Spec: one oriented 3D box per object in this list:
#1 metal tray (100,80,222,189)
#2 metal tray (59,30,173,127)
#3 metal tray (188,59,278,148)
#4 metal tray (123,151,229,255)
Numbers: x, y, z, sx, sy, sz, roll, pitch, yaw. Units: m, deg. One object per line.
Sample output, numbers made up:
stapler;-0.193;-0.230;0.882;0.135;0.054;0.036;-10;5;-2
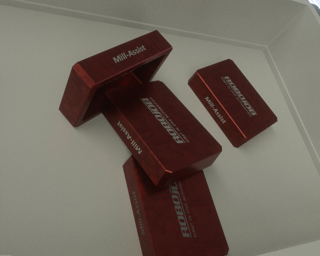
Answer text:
metal tray;0.000;0.000;0.370;0.091;0.030;0.130;-17;57;-39
metal tray;-0.052;-0.060;0.372;0.030;0.090;0.131;49;51;6
metal tray;0.116;-0.043;0.490;0.091;0.030;0.130;-26;76;-37
metal tray;0.016;0.090;0.356;0.091;0.030;0.130;-2;63;-29
